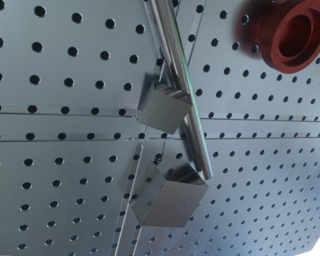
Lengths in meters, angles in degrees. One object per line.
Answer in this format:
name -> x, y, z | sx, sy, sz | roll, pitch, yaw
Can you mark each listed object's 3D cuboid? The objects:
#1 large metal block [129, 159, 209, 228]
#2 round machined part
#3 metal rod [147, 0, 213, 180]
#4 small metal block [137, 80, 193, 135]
large metal block -> 0.012, 0.100, 0.464 | 0.081, 0.050, 0.080 | 15, 110, -35
round machined part -> 0.175, -0.126, 0.418 | 0.099, 0.042, 0.097 | -14, 124, -21
metal rod -> 0.034, -0.038, 0.406 | 0.025, 0.025, 0.299 | -28, 128, -11
small metal block -> 0.005, -0.025, 0.382 | 0.050, 0.025, 0.050 | 20, 124, -17
